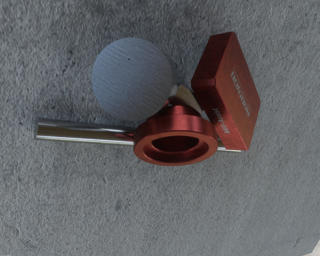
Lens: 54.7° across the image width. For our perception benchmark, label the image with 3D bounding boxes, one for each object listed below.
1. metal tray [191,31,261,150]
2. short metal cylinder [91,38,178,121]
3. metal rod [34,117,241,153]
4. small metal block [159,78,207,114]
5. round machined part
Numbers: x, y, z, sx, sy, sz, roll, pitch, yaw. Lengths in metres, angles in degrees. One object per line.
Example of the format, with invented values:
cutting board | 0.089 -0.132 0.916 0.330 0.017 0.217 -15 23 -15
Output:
metal tray | 0.090 -0.043 0.394 0.130 0.030 0.090 54 48 -40
short metal cylinder | -0.024 -0.050 0.323 0.080 0.050 0.079 1 98 9
metal rod | -0.006 0.014 0.414 0.302 0.025 0.025 6 116 -31
small metal block | 0.023 -0.041 0.377 0.050 0.050 0.025 26 104 -37
round machined part | 0.018 0.008 0.372 0.099 0.042 0.098 -2 151 -1
